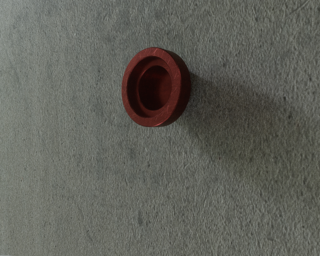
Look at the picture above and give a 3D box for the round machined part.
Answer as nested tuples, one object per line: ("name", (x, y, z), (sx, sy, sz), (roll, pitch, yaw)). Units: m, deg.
("round machined part", (0.000, -0.050, 0.395), (0.098, 0.042, 0.097), (0, 90, 40))
